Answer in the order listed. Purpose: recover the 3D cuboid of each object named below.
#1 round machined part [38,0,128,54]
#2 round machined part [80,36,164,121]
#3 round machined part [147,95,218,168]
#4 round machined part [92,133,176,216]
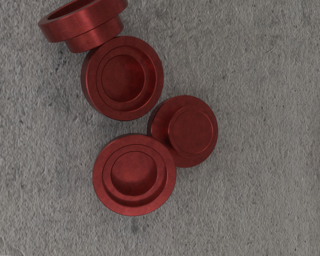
[{"bbox_3d":[-0.080,-0.118,0.345,0.098,0.098,0.042,-36,124,-16],"label":"round machined part"},{"bbox_3d":[-0.048,-0.060,0.373,0.099,0.042,0.097,-8,106,-31],"label":"round machined part"},{"bbox_3d":[0.035,0.005,0.413,0.099,0.042,0.097,0,90,-20],"label":"round machined part"},{"bbox_3d":[-0.032,0.054,0.382,0.099,0.042,0.097,-1,97,-10],"label":"round machined part"}]
